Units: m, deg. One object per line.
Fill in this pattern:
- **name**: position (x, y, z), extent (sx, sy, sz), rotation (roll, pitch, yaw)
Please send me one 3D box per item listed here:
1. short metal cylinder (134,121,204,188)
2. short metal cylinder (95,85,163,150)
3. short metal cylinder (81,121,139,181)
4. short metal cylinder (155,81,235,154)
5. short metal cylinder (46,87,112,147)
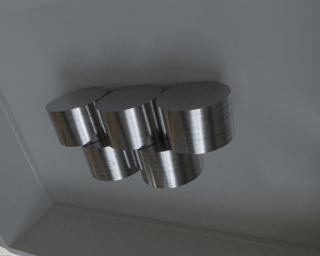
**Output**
- **short metal cylinder**: position (0.011, 0.030, 0.384), extent (0.080, 0.080, 0.050), rotation (1, 119, 28)
- **short metal cylinder**: position (-0.032, -0.015, 0.379), extent (0.080, 0.080, 0.050), rotation (1, 119, 28)
- **short metal cylinder**: position (-0.062, 0.028, 0.421), extent (0.080, 0.080, 0.050), rotation (1, 119, 28)
- **short metal cylinder**: position (0.039, -0.014, 0.342), extent (0.080, 0.080, 0.050), rotation (2, 119, 27)
- **short metal cylinder**: position (-0.104, -0.017, 0.415), extent (0.080, 0.080, 0.050), rotation (1, 119, 28)
